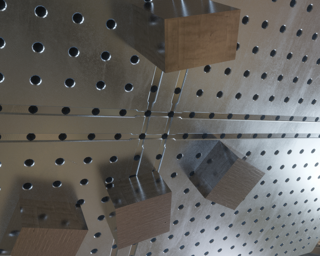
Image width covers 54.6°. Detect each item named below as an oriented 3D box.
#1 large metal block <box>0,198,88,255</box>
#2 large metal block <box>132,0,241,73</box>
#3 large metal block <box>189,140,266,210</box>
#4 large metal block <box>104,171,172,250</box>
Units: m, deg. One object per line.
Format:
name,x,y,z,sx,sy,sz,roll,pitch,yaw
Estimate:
large metal block,-0.151,0.142,0.400,0.080,0.050,0.080,16,110,-35
large metal block,0.024,-0.102,0.325,0.081,0.080,0.050,-15,125,-20
large metal block,0.109,0.078,0.501,0.080,0.050,0.080,29,102,-38
large metal block,-0.032,0.117,0.450,0.081,0.050,0.079,-12,124,-22
